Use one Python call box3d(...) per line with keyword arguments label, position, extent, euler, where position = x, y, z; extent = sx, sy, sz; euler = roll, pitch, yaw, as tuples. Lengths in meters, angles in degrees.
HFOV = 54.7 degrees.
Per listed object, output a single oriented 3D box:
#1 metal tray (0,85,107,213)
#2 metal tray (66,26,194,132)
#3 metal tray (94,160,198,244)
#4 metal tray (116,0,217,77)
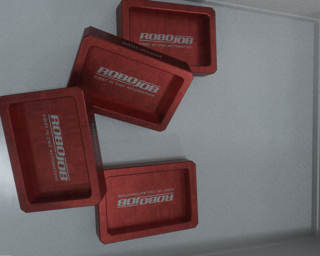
box3d(label="metal tray", position=(-0.115, 0.023, 0.341), extent=(0.091, 0.030, 0.129), euler=(-7, 99, 3))
box3d(label="metal tray", position=(-0.038, -0.053, 0.369), extent=(0.131, 0.030, 0.089), euler=(16, 121, -20))
box3d(label="metal tray", position=(-0.017, 0.091, 0.402), extent=(0.131, 0.030, 0.089), euler=(-3, 91, -20))
box3d(label="metal tray", position=(0.011, -0.117, 0.412), extent=(0.131, 0.030, 0.089), euler=(-2, 91, -21))
